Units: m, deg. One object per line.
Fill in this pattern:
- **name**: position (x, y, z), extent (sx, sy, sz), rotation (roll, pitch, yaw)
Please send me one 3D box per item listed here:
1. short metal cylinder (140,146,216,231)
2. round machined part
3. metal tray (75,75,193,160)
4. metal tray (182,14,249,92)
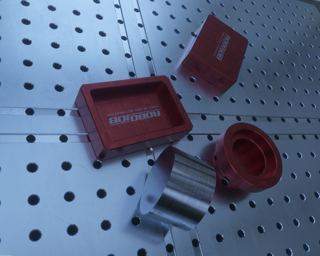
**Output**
- **short metal cylinder**: position (0.018, 0.066, 0.344), extent (0.050, 0.080, 0.080), rotation (26, 53, -13)
- **round machined part**: position (0.119, 0.044, 0.437), extent (0.099, 0.042, 0.098), rotation (14, 56, -21)
- **metal tray**: position (-0.031, -0.018, 0.400), extent (0.131, 0.030, 0.090), rotation (-13, 69, -34)
- **metal tray**: position (0.101, -0.134, 0.544), extent (0.090, 0.030, 0.130), rotation (32, 51, -8)
